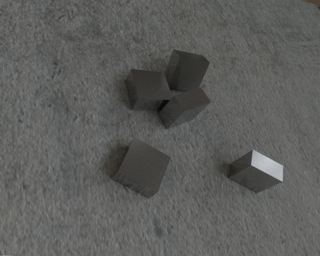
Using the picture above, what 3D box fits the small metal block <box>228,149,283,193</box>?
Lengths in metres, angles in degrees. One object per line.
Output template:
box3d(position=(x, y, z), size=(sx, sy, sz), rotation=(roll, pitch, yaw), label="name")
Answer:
box3d(position=(0.130, 0.061, 0.423), size=(0.050, 0.050, 0.025), rotation=(28, 52, -11), label="small metal block")

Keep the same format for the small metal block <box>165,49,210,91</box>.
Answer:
box3d(position=(0.038, -0.084, 0.457), size=(0.050, 0.050, 0.025), rotation=(4, 35, -27), label="small metal block")

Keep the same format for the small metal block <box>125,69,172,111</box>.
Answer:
box3d(position=(-0.016, -0.052, 0.425), size=(0.050, 0.025, 0.050), rotation=(1, 56, -27), label="small metal block")

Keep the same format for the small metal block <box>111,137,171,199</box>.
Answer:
box3d(position=(-0.021, 0.047, 0.365), size=(0.050, 0.025, 0.050), rotation=(30, 52, -9), label="small metal block")

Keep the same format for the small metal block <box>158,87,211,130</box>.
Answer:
box3d(position=(0.033, -0.027, 0.423), size=(0.050, 0.050, 0.025), rotation=(-20, 73, -36), label="small metal block")
